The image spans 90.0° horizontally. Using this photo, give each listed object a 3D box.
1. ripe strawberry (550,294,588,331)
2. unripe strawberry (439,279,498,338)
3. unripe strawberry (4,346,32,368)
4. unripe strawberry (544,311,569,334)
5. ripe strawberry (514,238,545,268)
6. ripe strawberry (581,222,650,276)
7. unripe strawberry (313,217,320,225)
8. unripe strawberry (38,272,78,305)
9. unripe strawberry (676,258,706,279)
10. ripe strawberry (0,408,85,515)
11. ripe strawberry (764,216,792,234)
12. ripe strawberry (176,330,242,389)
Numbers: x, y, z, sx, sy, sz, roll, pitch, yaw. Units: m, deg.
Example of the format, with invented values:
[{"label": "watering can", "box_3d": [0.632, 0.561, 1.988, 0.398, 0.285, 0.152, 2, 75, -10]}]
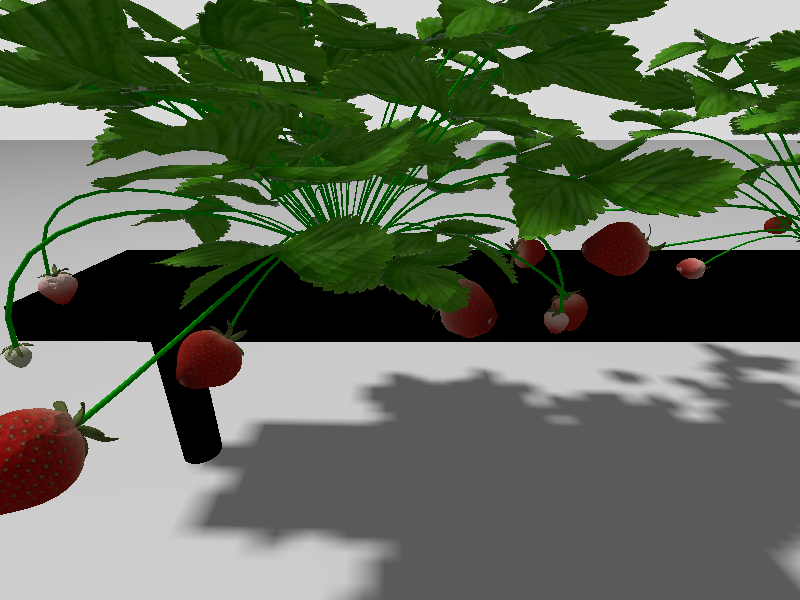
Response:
[{"label": "ripe strawberry", "box_3d": [0.111, 0.009, 0.262, 0.023, 0.023, 0.025, -11, 12, 40]}, {"label": "unripe strawberry", "box_3d": [0.042, 0.007, 0.247, 0.033, 0.038, 0.036, -16, 29, -33]}, {"label": "unripe strawberry", "box_3d": [-0.190, 0.028, 0.200, 0.011, 0.011, 0.010, 17, 29, 34]}, {"label": "unripe strawberry", "box_3d": [0.097, 0.014, 0.250, 0.015, 0.015, 0.014, 19, 30, 37]}, {"label": "ripe strawberry", "box_3d": [0.120, -0.044, 0.371, 0.029, 0.030, 0.026, -1, 24, -3]}, {"label": "ripe strawberry", "box_3d": [0.189, -0.046, 0.354, 0.052, 0.045, 0.052, -1, 24, -1]}, {"label": "unripe strawberry", "box_3d": [-0.106, -0.099, 0.506, 0.011, 0.011, 0.010, -8, 25, -18]}, {"label": "unripe strawberry", "box_3d": [-0.254, -0.008, 0.300, 0.023, 0.023, 0.025, -8, 25, -18]}, {"label": "unripe strawberry", "box_3d": [0.251, -0.027, 0.346, 0.019, 0.019, 0.021, -5, 24, -7]}, {"label": "ripe strawberry", "box_3d": [-0.132, 0.057, 0.138, 0.034, 0.036, 0.037, 8, 25, 17]}, {"label": "ripe strawberry", "box_3d": [0.462, -0.092, 0.491, 0.025, 0.021, 0.025, 10, 15, 22]}, {"label": "ripe strawberry", "box_3d": [-0.098, 0.031, 0.202, 0.032, 0.027, 0.032, 6, 31, 14]}]
